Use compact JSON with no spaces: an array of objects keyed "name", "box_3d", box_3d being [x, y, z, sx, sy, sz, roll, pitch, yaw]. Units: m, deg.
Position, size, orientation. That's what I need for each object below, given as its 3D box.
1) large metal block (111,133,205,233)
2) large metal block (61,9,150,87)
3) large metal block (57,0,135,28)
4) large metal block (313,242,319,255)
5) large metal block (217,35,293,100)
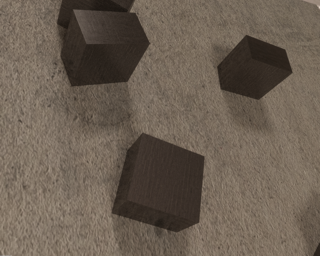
[{"name":"large metal block","box_3d":[0.000,0.063,0.351,0.080,0.050,0.080,22,53,-16]},{"name":"large metal block","box_3d":[-0.072,-0.099,0.391,0.081,0.080,0.050,-11,68,-33]},{"name":"large metal block","box_3d":[-0.086,-0.165,0.424,0.080,0.080,0.050,27,52,-12]},{"name":"large metal block","box_3d":[0.265,0.164,0.414,0.081,0.080,0.050,-35,82,-38]},{"name":"large metal block","box_3d":[0.154,-0.097,0.513,0.081,0.080,0.050,12,57,-22]}]
